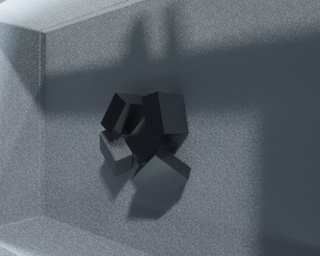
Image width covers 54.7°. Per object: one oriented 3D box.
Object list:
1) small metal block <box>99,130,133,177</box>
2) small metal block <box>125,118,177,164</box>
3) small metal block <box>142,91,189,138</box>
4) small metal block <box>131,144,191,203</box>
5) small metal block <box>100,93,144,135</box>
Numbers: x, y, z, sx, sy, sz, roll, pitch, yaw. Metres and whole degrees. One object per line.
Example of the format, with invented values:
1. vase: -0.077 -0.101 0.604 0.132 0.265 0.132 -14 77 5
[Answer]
1. small metal block: -0.063 0.034 0.439 0.050 0.025 0.050 56 155 24
2. small metal block: -0.014 0.021 0.413 0.050 0.025 0.050 -49 61 28
3. small metal block: 0.007 -0.015 0.380 0.025 0.050 0.050 -14 81 38
4. small metal block: 0.002 0.057 0.384 0.050 0.025 0.050 38 119 -8
5. small metal block: -0.045 -0.019 0.423 0.025 0.050 0.050 44 116 31
